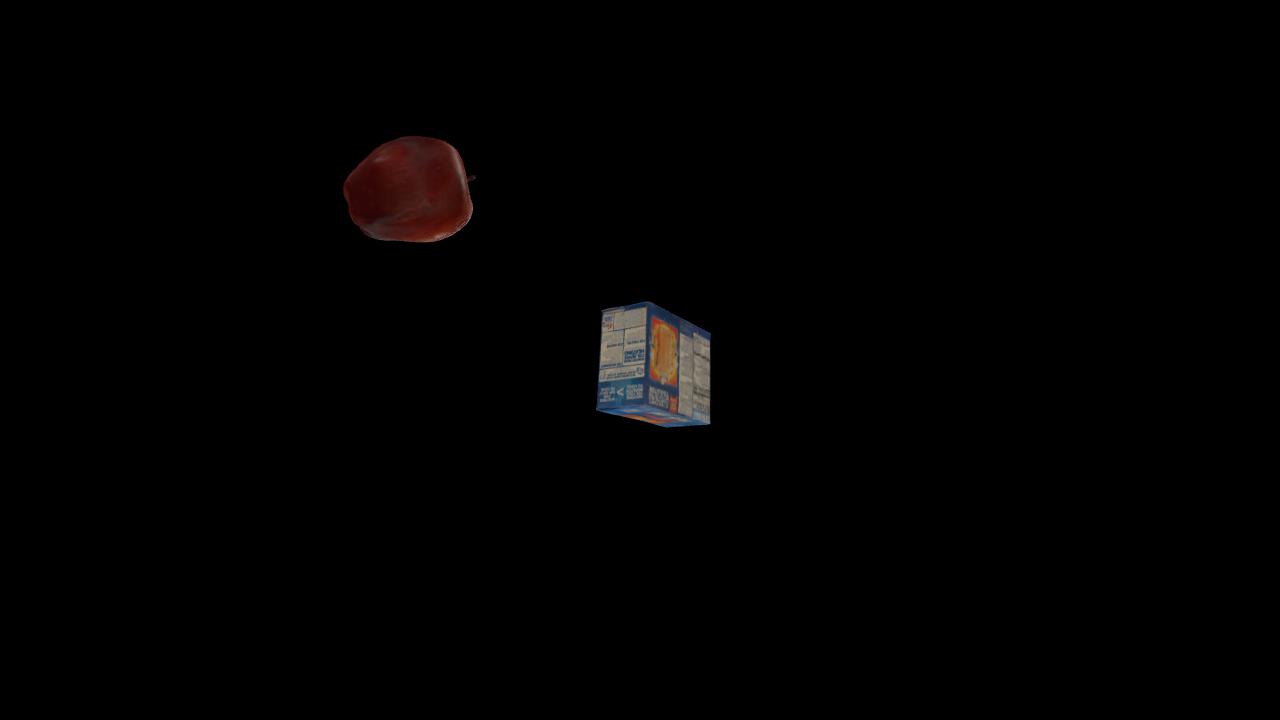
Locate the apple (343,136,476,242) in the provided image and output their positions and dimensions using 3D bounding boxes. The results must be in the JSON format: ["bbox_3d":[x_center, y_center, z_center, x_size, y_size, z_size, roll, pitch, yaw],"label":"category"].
[{"bbox_3d":[-0.168,-0.126,0.457,0.093,0.079,0.079,-17,3,-9],"label":"apple"}]

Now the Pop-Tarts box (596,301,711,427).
[{"bbox_3d":[0.024,0.013,0.859,0.083,0.141,0.167,-9,-18,35],"label":"Pop-Tarts box"}]
